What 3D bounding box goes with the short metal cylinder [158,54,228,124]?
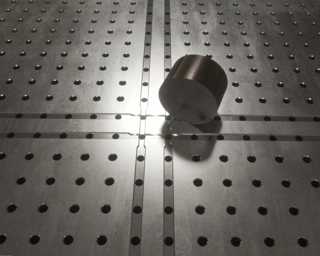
[{"bbox_3d":[0.045,-0.051,0.415,0.080,0.080,0.050,18,52,14],"label":"short metal cylinder"}]
